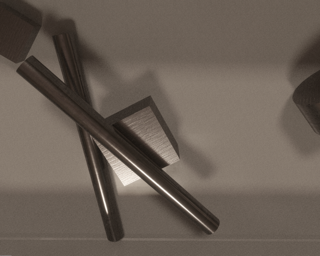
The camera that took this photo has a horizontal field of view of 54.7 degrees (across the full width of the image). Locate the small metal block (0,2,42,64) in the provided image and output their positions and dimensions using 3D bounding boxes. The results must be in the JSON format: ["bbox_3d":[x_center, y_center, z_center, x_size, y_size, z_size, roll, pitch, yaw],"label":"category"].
[{"bbox_3d":[-0.179,-0.113,0.367,0.050,0.025,0.050,31,107,-11],"label":"small metal block"}]

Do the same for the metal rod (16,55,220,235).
[{"bbox_3d":[-0.038,0.030,0.368,0.300,0.025,0.025,43,104,-15],"label":"metal rod"}]

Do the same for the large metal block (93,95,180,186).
[{"bbox_3d":[-0.029,0.016,0.403,0.080,0.050,0.080,-26,108,9],"label":"large metal block"}]

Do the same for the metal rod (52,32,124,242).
[{"bbox_3d":[-0.092,0.026,0.419,0.025,0.025,0.298,-9,110,3],"label":"metal rod"}]

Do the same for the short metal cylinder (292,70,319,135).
[{"bbox_3d":[0.211,-0.035,0.372,0.080,0.080,0.050,-37,106,12],"label":"short metal cylinder"}]
